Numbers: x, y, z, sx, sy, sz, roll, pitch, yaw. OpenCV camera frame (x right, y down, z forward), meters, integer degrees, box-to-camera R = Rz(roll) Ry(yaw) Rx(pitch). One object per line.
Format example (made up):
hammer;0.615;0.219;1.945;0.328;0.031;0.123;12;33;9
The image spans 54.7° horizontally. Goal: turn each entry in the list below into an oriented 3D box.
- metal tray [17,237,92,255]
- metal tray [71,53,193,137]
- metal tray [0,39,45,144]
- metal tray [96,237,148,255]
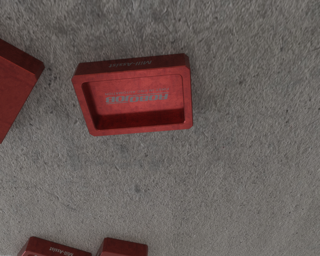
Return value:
metal tray;-0.219;0.272;0.633;0.131;0.030;0.090;26;125;-21
metal tray;-0.028;-0.037;0.371;0.131;0.030;0.089;-5;130;3
metal tray;-0.206;-0.045;0.363;0.090;0.030;0.129;29;124;-23
metal tray;-0.088;0.279;0.641;0.091;0.030;0.129;16;128;-14
